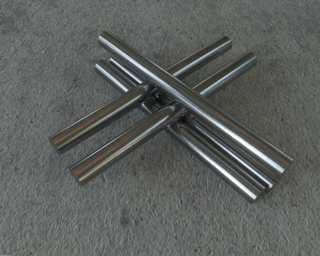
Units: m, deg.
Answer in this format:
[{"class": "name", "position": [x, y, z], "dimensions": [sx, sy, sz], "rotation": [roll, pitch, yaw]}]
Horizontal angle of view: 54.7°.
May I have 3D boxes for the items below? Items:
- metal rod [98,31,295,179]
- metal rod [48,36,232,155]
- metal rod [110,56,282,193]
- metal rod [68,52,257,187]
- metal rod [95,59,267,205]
[{"class": "metal rod", "position": [0.024, -0.044, 0.376], "dimensions": [0.025, 0.025, 0.300], "rotation": [-35, 59, -26]}, {"class": "metal rod", "position": [-0.009, -0.056, 0.419], "dimensions": [0.302, 0.025, 0.025], "rotation": [-35, 58, -26]}, {"class": "metal rod", "position": [0.030, -0.021, 0.423], "dimensions": [0.025, 0.025, 0.300], "rotation": [-35, 58, -26]}, {"class": "metal rod", "position": [0.022, -0.025, 0.393], "dimensions": [0.302, 0.025, 0.025], "rotation": [-35, 58, -26]}, {"class": "metal rod", "position": [0.009, -0.010, 0.413], "dimensions": [0.025, 0.025, 0.300], "rotation": [-35, 58, -26]}]
